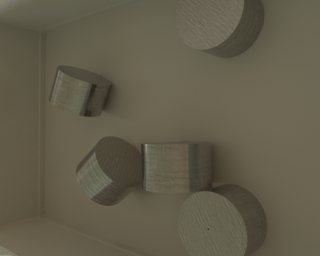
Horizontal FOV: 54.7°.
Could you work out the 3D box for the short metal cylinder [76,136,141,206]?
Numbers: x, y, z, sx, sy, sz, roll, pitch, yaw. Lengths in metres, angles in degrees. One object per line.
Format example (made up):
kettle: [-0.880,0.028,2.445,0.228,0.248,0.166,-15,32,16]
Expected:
short metal cylinder: [-0.066,0.058,0.423,0.050,0.081,0.080,-45,64,31]

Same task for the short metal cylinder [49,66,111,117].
short metal cylinder: [-0.120,-0.056,0.467,0.080,0.081,0.050,33,110,35]

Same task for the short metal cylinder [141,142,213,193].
short metal cylinder: [0.019,0.042,0.354,0.080,0.081,0.050,-2,89,39]

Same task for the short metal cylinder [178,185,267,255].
short metal cylinder: [0.067,0.104,0.334,0.080,0.050,0.079,0,90,39]

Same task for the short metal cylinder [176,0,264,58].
short metal cylinder: [0.064,-0.120,0.336,0.080,0.050,0.079,0,90,39]
